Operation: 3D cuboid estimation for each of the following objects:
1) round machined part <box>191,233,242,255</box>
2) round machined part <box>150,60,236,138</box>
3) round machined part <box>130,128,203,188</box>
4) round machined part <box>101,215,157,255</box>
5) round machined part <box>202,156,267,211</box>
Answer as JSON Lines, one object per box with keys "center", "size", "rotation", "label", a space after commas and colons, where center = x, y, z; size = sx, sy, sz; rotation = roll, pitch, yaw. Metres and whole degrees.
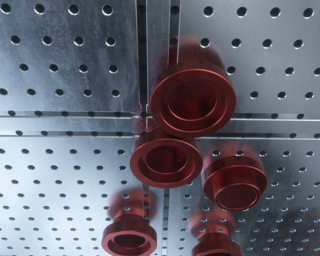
{"center": [0.110, 0.243, 0.608], "size": [0.099, 0.042, 0.097], "rotation": [0, 130, 0], "label": "round machined part"}
{"center": [0.038, -0.037, 0.369], "size": [0.099, 0.042, 0.097], "rotation": [0, 130, 0], "label": "round machined part"}
{"center": [0.009, 0.037, 0.432], "size": [0.099, 0.042, 0.097], "rotation": [0, 130, 0], "label": "round machined part"}
{"center": [-0.054, 0.195, 0.566], "size": [0.099, 0.042, 0.097], "rotation": [0, 130, 0], "label": "round machined part"}
{"center": [0.116, 0.092, 0.479], "size": [0.099, 0.042, 0.097], "rotation": [0, 130, 0], "label": "round machined part"}
